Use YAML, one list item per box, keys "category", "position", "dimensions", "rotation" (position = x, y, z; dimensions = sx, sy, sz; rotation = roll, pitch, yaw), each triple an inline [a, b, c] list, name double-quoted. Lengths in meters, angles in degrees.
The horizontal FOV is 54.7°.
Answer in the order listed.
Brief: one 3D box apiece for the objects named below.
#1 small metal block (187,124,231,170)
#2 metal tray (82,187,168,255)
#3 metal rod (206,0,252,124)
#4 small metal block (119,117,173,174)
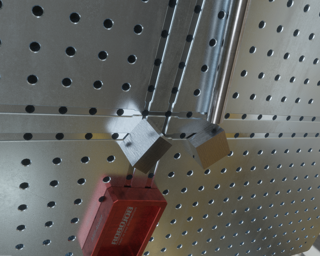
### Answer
- category: "small metal block"
  position: [0.075, 0.028, 0.472]
  dimensions: [0.050, 0.025, 0.050]
  rotation: [-31, 129, -9]
- category: "metal tray"
  position: [-0.054, 0.152, 0.473]
  dimensions: [0.091, 0.030, 0.129]
  rotation: [11, 113, -33]
- category: "metal rod"
  position: [0.095, -0.141, 0.377]
  dimensions: [0.025, 0.025, 0.298]
  rotation: [-8, 122, -25]
- category: "small metal block"
  position: [-0.019, 0.022, 0.400]
  dimensions: [0.050, 0.050, 0.025]
  rotation: [-48, 129, 5]
